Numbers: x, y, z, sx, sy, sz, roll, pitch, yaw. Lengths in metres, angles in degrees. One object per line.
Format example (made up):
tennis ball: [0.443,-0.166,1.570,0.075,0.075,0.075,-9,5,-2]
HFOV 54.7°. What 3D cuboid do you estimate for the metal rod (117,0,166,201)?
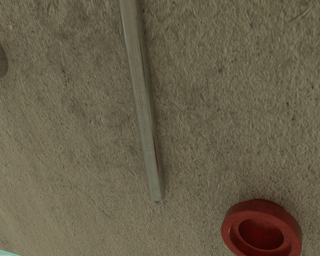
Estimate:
metal rod: [-0.020,-0.027,0.398,0.025,0.025,0.298,7,122,24]

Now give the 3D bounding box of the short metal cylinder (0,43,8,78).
short metal cylinder: [-0.283,-0.105,0.471,0.080,0.050,0.079,13,124,20]

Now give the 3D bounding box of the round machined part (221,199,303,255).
round machined part: [0.134,0.133,0.407,0.098,0.042,0.097,13,124,20]
